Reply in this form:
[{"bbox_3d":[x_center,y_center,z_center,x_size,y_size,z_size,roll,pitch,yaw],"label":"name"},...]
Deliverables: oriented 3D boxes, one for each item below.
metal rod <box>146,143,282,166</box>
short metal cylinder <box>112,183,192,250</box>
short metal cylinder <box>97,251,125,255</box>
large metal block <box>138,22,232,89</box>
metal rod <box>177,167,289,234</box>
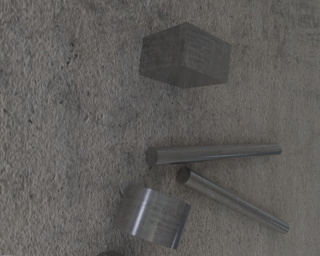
[{"bbox_3d":[0.105,0.038,0.492,0.302,0.025,0.025,1,90,-40],"label":"metal rod"},{"bbox_3d":[-0.009,0.103,0.362,0.080,0.080,0.050,32,70,-36],"label":"short metal cylinder"},{"bbox_3d":[-0.050,0.187,0.347,0.081,0.050,0.080,0,90,-40],"label":"short metal cylinder"},{"bbox_3d":[0.032,-0.087,0.395,0.081,0.080,0.050,11,83,-40],"label":"large metal block"},{"bbox_3d":[0.137,0.131,0.519,0.301,0.025,0.025,32,70,-35],"label":"metal rod"}]
